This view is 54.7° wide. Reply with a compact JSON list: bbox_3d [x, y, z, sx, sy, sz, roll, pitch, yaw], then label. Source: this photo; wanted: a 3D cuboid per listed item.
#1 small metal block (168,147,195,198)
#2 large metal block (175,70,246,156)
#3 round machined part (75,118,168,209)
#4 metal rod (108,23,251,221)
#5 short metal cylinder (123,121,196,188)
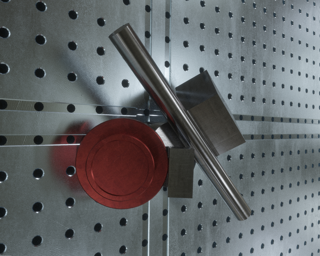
[{"bbox_3d":[0.022,0.046,0.339,0.025,0.050,0.050,3,89,0],"label":"small metal block"},{"bbox_3d":[0.065,-0.020,0.415,0.080,0.050,0.080,54,16,-27],"label":"large metal block"},{"bbox_3d":[-0.040,0.038,0.327,0.099,0.042,0.097,0,93,-2],"label":"round machined part"},{"bbox_3d":[0.038,0.012,0.372,0.025,0.025,0.300,-51,120,-28],"label":"metal rod"},{"bbox_3d":[0.000,0.031,0.388,0.081,0.050,0.079,0,90,-40],"label":"short metal cylinder"}]
